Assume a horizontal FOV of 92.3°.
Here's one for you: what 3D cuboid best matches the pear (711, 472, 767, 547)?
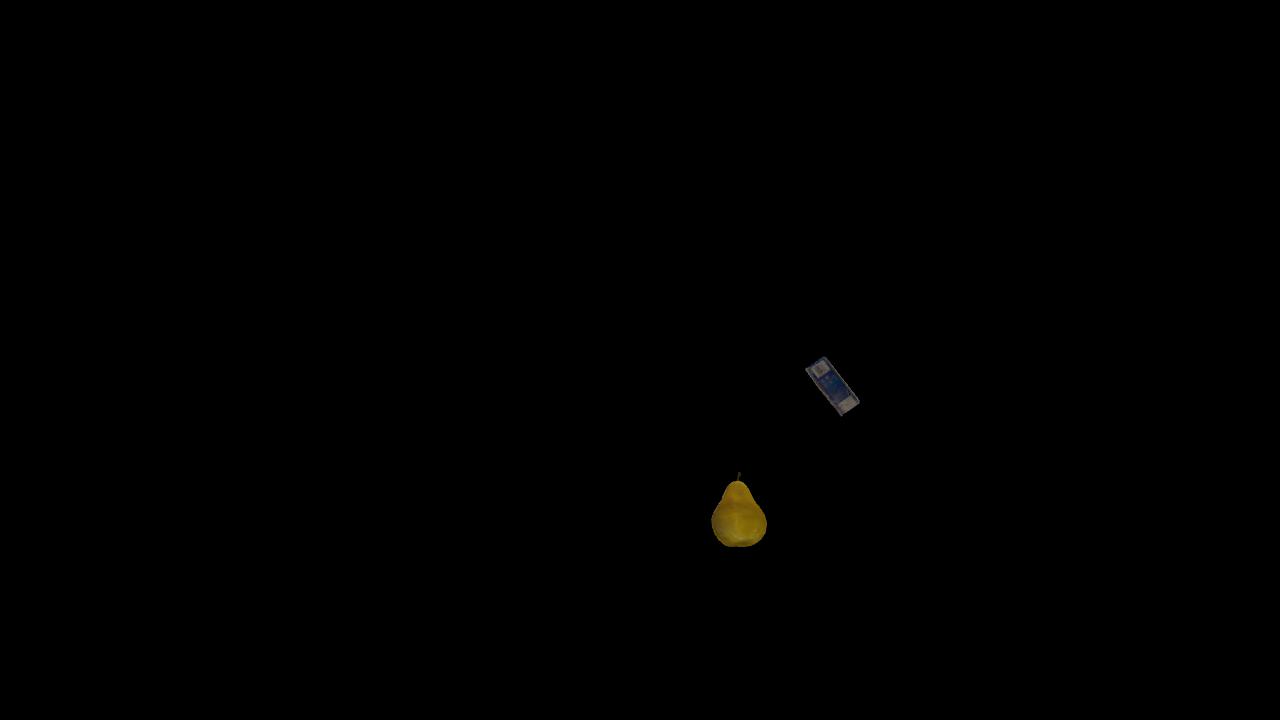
[{"bbox_3d":[0.141,0.214,0.900,0.080,0.111,0.080,-4,-29,-2],"label":"pear"}]

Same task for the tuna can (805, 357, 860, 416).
[{"bbox_3d":[0.273,0.036,0.873,0.034,0.084,0.084,-38,-10,13],"label":"tuna can"}]
